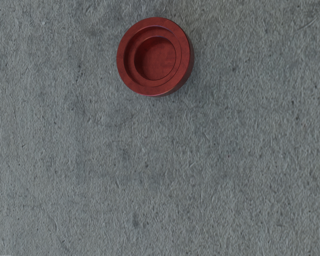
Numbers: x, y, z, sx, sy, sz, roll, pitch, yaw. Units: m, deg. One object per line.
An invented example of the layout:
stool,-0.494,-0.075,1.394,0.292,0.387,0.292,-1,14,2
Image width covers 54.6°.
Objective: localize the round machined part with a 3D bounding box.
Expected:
round machined part,-0.003,-0.088,0.401,0.098,0.042,0.097,0,90,20
